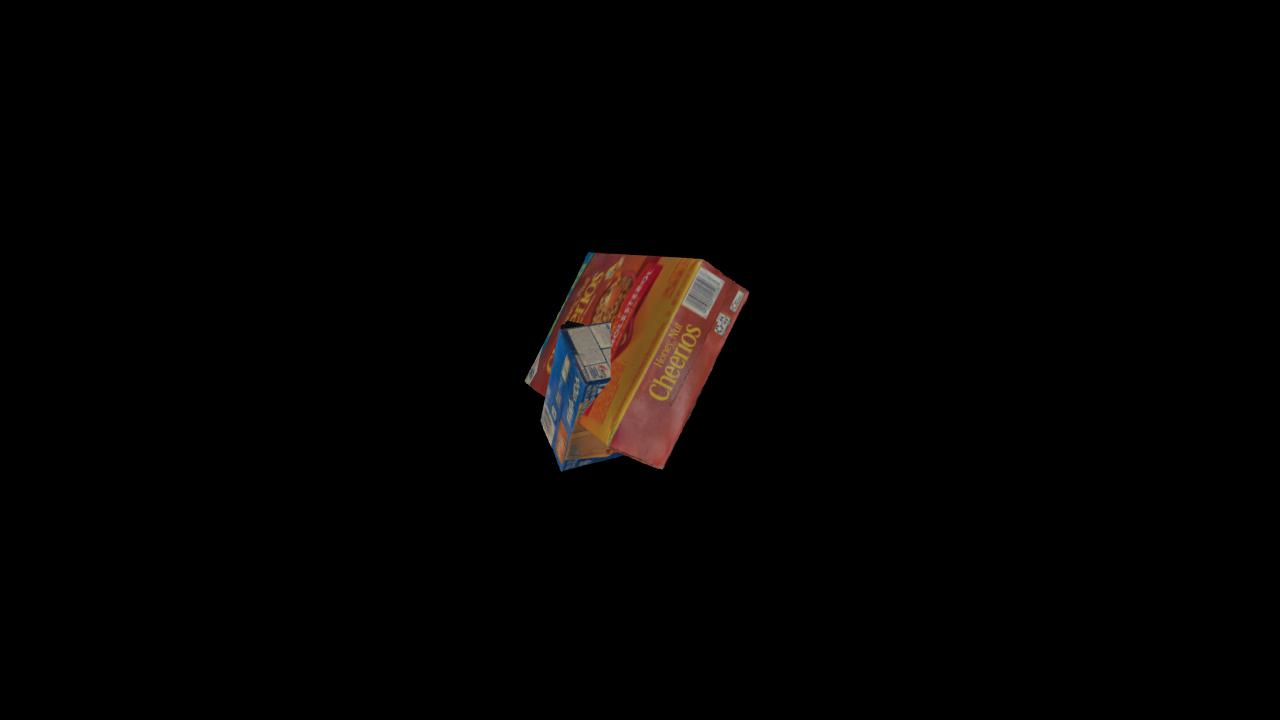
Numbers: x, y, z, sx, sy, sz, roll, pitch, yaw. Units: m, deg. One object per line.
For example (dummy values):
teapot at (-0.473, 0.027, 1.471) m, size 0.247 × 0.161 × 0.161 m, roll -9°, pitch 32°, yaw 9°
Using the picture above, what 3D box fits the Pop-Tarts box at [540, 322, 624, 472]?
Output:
Pop-Tarts box at (-0.027, 0.038, 0.707) m, size 0.141 × 0.083 × 0.167 m, roll -11°, pitch -36°, yaw -26°

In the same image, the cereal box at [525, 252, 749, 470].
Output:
cereal box at (-0.025, -0.020, 0.722) m, size 0.081 × 0.203 × 0.306 m, roll 28°, pitch -2°, yaw -28°

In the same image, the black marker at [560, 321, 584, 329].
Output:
black marker at (-0.040, -0.031, 0.745) m, size 0.121 × 0.020 × 0.020 m, roll 8°, pitch -4°, yaw -33°
